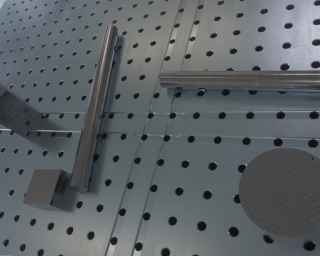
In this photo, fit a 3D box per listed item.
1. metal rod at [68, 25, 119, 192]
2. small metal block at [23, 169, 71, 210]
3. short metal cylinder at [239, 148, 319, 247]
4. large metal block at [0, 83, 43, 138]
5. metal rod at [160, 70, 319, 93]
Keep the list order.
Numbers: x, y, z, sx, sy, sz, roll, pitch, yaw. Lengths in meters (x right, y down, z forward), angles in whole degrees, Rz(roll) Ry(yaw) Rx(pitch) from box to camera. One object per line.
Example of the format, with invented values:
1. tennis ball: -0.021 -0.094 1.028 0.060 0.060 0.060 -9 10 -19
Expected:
1. metal rod: -0.099 -0.048 0.489 0.025 0.025 0.299 -9 58 23
2. small metal block: -0.158 0.086 0.438 0.050 0.025 0.050 -4 60 26
3. short metal cylinder: 0.120 0.065 0.289 0.080 0.050 0.080 -13 56 21
4. large metal block: -0.265 -0.038 0.536 0.080 0.080 0.050 31 79 38
5. metal rod: 0.135 -0.056 0.372 0.300 0.025 0.025 6 65 30
